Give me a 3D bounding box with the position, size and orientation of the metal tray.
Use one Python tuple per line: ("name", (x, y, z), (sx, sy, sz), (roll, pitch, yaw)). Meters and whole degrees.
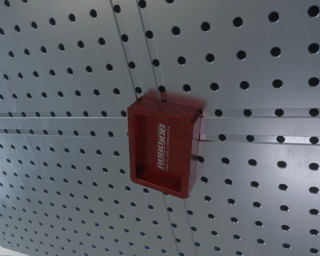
("metal tray", (0.004, 0.029, 0.424), (0.090, 0.030, 0.129), (14, 124, 20))
